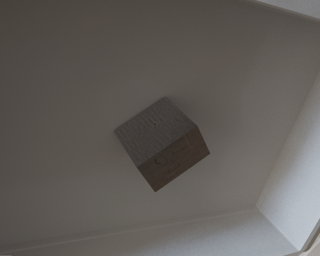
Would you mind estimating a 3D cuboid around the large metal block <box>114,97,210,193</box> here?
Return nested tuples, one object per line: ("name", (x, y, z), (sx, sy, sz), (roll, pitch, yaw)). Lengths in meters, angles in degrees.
("large metal block", (0.001, 0.017, 0.382), (0.080, 0.080, 0.050), (-34, 129, -6))
